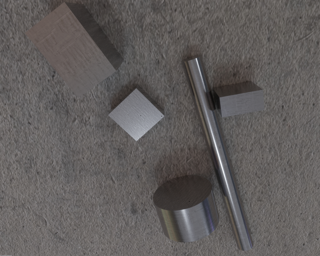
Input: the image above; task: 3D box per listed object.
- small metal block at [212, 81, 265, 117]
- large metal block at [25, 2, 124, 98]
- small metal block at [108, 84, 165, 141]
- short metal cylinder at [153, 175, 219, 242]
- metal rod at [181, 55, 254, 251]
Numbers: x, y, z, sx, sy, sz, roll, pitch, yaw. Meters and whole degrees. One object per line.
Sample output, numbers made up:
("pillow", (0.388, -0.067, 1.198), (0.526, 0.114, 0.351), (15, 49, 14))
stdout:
("small metal block", (0.096, -0.037, 0.384), (0.050, 0.050, 0.025), (-10, 110, 3))
("large metal block", (-0.088, -0.089, 0.346), (0.050, 0.080, 0.080), (-33, 107, 11))
("small metal block", (-0.030, -0.020, 0.402), (0.050, 0.025, 0.050), (-42, 105, 13))
("short metal cylinder", (0.036, 0.107, 0.421), (0.080, 0.080, 0.050), (-14, 110, 5))
("metal rod", (0.085, 0.047, 0.428), (0.025, 0.025, 0.298), (-17, 110, 6))
